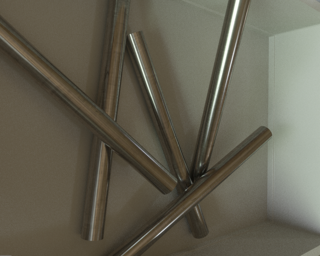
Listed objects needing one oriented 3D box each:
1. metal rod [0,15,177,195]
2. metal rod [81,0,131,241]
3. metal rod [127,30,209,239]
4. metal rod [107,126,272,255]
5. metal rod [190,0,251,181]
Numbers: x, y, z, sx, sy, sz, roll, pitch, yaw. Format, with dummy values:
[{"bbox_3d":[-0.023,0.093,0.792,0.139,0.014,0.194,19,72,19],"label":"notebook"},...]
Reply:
[{"bbox_3d":[-0.087,-0.029,0.310,0.300,0.025,0.025,45,63,-23],"label":"metal rod"},{"bbox_3d":[-0.060,-0.026,0.357,0.025,0.025,0.298,10,84,-40],"label":"metal rod"},{"bbox_3d":[0.014,0.020,0.420,0.025,0.025,0.298,-31,109,-36],"label":"metal rod"},{"bbox_3d":[0.051,0.085,0.418,0.302,0.025,0.025,-35,112,-25],"label":"metal rod"},{"bbox_3d":[0.075,-0.054,0.394,0.025,0.025,0.298,-13,123,-40],"label":"metal rod"}]
